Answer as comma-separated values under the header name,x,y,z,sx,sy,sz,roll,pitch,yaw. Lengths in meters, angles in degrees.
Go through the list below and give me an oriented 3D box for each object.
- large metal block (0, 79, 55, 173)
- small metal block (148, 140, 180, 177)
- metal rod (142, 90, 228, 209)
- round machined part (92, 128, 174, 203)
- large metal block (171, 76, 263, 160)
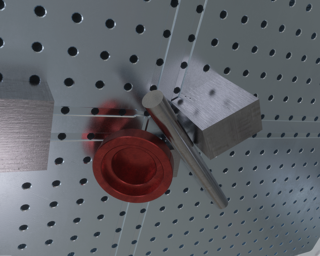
name,x,y,z,sx,sy,sz,roll,pitch,yaw
large metal block,-0.155,-0.003,0.309,0.081,0.050,0.079,1,118,-29
small metal block,0.000,0.046,0.440,0.050,0.025,0.050,-6,121,-26
metal rod,0.051,0.051,0.444,0.025,0.025,0.300,-38,138,-2
round machined part,-0.031,0.043,0.392,0.099,0.042,0.097,3,117,6
large metal block,0.073,-0.016,0.405,0.080,0.080,0.050,-29,128,-10
